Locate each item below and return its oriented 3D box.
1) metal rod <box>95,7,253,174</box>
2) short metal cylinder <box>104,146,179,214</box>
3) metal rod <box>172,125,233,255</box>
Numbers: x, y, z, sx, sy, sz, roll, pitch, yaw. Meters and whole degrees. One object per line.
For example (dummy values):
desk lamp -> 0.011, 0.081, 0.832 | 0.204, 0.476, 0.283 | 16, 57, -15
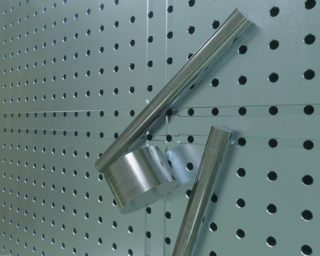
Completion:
metal rod -> 0.000, -0.030, 0.409 | 0.299, 0.025, 0.025 | -45, 63, 30
short metal cylinder -> -0.023, 0.066, 0.393 | 0.080, 0.081, 0.050 | -45, 63, 31
metal rod -> 0.033, 0.141, 0.382 | 0.025, 0.025, 0.298 | 25, 105, 37
